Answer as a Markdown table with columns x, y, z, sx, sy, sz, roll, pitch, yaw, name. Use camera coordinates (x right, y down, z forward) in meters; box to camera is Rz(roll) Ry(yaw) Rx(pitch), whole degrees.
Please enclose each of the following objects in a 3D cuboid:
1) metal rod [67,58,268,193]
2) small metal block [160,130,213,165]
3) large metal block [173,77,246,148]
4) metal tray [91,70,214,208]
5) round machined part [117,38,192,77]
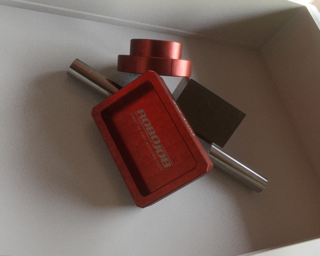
| x | y | z | sx | sy | sz | roll | pitch | yaw | name |
| --- | --- | --- | --- | --- | --- | --- | --- | --- | --- |
| 0.015 | 0.001 | 0.413 | 0.301 | 0.025 | 0.025 | 32 | 51 | -8 | metal rod |
| 0.030 | 0.024 | 0.390 | 0.050 | 0.050 | 0.025 | 33 | 51 | -7 | small metal block |
| 0.055 | -0.024 | 0.409 | 0.080 | 0.050 | 0.080 | 32 | 9 | -8 | large metal block |
| -0.011 | 0.012 | 0.352 | 0.130 | 0.090 | 0.030 | 61 | 13 | 15 | metal tray |
| -0.006 | -0.093 | 0.410 | 0.099 | 0.098 | 0.042 | -2 | 103 | -30 | round machined part |
